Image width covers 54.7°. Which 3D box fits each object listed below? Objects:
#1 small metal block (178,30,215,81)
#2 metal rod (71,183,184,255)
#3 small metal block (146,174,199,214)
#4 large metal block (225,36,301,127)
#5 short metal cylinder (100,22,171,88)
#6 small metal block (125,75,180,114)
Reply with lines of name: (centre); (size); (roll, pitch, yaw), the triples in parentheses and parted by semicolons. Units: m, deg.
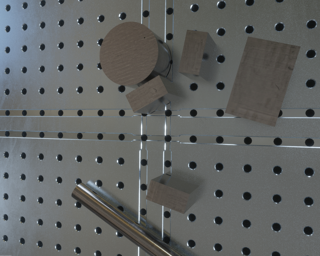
small metal block: (0.047, -0.088, 0.382); (0.025, 0.050, 0.050); (13, 94, 19)
metal rod: (0.003, 0.165, 0.410); (0.301, 0.025, 0.025); (31, 100, 17)
small metal block: (0.017, 0.082, 0.393); (0.050, 0.050, 0.025); (17, 96, 19)
large metal block: (0.114, -0.047, 0.343); (0.050, 0.080, 0.080); (18, 96, 19)
short metal cylinder: (-0.032, -0.093, 0.409); (0.080, 0.050, 0.079); (0, 90, 19)
small metal block: (-0.008, -0.041, 0.401); (0.050, 0.050, 0.025); (-28, 81, 17)
